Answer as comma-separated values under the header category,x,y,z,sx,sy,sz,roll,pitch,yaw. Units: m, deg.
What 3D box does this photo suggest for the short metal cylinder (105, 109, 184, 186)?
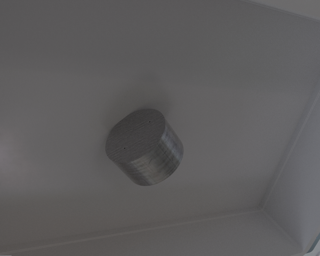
category,x,y,z,sx,sy,sz,roll,pitch,yaw
short metal cylinder,-0.018,0.023,0.376,0.080,0.080,0.050,-38,129,-3
